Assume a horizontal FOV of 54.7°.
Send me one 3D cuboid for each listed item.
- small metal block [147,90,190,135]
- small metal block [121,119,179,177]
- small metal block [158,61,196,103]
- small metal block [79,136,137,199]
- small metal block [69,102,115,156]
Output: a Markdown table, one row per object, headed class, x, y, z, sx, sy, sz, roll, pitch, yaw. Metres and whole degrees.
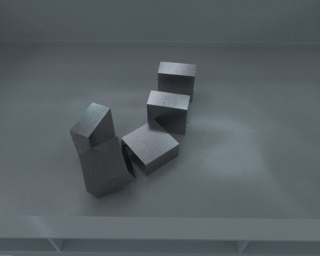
| class | x | y | z | sx | sy | sz | roll | pitch | yaw |
| --- | --- | --- | --- | --- | --- | --- | --- | --- | --- |
| small metal block | 0.011 | -0.019 | 0.405 | 0.050 | 0.050 | 0.025 | 9 | 51 | 7 |
| small metal block | -0.012 | 0.024 | 0.385 | 0.050 | 0.025 | 0.050 | -31 | 57 | -24 |
| small metal block | 0.024 | -0.065 | 0.444 | 0.050 | 0.050 | 0.025 | 6 | 51 | 5 |
| small metal block | -0.061 | 0.045 | 0.357 | 0.050 | 0.025 | 0.050 | -26 | 53 | 4 |
| small metal block | -0.082 | 0.006 | 0.384 | 0.025 | 0.050 | 0.050 | 18 | 52 | 15 |
